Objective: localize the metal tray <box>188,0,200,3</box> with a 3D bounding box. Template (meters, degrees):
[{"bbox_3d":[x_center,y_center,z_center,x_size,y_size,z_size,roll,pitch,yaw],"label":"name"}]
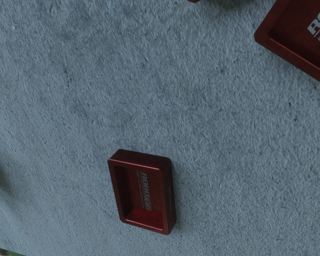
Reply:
[{"bbox_3d":[0.040,-0.190,0.265,0.090,0.030,0.130,-18,109,35],"label":"metal tray"}]

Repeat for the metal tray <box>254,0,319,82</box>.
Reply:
[{"bbox_3d":[0.153,-0.108,0.255,0.090,0.030,0.129,34,129,5],"label":"metal tray"}]

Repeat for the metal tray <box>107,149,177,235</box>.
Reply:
[{"bbox_3d":[-0.025,0.100,0.478,0.090,0.030,0.129,8,122,24],"label":"metal tray"}]
